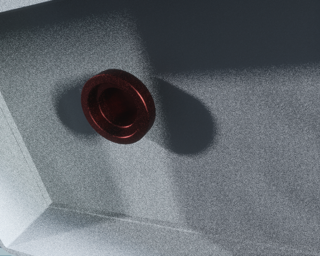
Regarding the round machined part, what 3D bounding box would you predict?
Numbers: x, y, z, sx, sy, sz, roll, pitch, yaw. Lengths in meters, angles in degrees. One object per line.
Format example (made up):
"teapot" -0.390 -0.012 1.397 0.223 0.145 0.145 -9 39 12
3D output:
"round machined part" -0.050 -0.031 0.403 0.098 0.042 0.097 13 124 20
